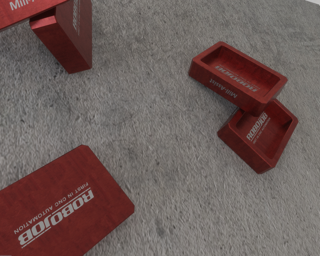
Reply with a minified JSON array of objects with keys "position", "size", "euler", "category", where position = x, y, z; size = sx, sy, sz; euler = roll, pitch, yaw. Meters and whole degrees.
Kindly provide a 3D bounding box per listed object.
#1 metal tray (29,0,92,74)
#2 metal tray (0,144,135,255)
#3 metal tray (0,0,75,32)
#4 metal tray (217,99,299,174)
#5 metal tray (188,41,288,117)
[{"position":[-0.118,-0.145,0.387],"size":[0.030,0.090,0.130],"euler":[-12,61,9],"category":"metal tray"},{"position":[-0.100,0.084,0.295],"size":[0.131,0.030,0.090],"euler":[-33,80,-38],"category":"metal tray"},{"position":[-0.140,-0.140,0.342],"size":[0.131,0.090,0.030],"euler":[-29,115,-12],"category":"metal tray"},{"position":[0.157,-0.002,0.485],"size":[0.090,0.030,0.131],"euler":[44,51,2],"category":"metal tray"},{"position":[0.122,-0.081,0.489],"size":[0.130,0.030,0.091],"euler":[36,50,19],"category":"metal tray"}]
